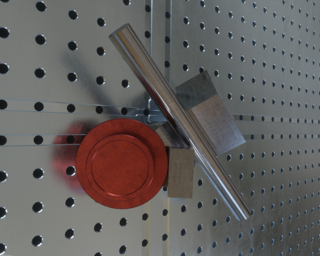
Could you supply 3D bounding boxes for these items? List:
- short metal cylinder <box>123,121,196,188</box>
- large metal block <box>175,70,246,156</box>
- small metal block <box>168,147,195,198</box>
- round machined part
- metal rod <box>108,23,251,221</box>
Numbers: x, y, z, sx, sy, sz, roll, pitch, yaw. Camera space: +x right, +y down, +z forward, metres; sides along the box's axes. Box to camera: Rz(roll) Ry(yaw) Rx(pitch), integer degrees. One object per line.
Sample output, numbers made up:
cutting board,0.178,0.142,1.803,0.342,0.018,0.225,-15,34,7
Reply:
short metal cylinder,0.000,0.031,0.388,0.081,0.050,0.079,0,90,-40
large metal block,0.065,-0.020,0.415,0.080,0.050,0.080,54,16,-27
small metal block,0.022,0.046,0.339,0.025,0.050,0.050,3,89,0
round machined part,-0.040,0.038,0.327,0.099,0.042,0.097,0,93,-2
metal rod,0.038,0.012,0.372,0.025,0.025,0.300,-51,120,-28
